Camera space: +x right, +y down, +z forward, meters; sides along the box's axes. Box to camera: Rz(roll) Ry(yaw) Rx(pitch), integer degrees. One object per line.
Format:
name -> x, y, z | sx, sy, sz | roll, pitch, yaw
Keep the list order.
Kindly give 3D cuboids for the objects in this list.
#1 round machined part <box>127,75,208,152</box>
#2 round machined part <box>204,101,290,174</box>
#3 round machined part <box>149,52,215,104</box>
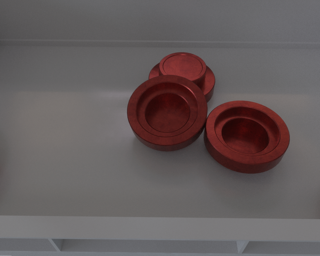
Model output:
round machined part -> 0.010, -0.016, 0.396 | 0.099, 0.042, 0.098 | -2, 66, 5
round machined part -> 0.103, 0.015, 0.382 | 0.099, 0.042, 0.098 | 0, 50, 0
round machined part -> 0.032, -0.075, 0.457 | 0.099, 0.042, 0.098 | 0, 50, 0
